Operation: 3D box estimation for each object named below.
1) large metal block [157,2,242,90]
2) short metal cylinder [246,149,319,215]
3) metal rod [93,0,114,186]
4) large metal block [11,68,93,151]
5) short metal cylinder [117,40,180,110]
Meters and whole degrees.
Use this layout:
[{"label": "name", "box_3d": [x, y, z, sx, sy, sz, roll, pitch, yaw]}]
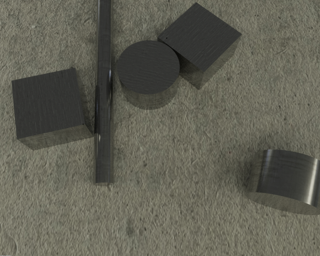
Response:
[{"label": "large metal block", "box_3d": [0.053, -0.115, 0.437, 0.080, 0.050, 0.080, 40, 74, 13]}, {"label": "short metal cylinder", "box_3d": [0.145, 0.063, 0.357, 0.080, 0.080, 0.050, 16, 71, 6]}, {"label": "metal rod", "box_3d": [-0.078, -0.071, 0.433, 0.025, 0.025, 0.299, -3, 70, -1]}, {"label": "large metal block", "box_3d": [-0.138, -0.024, 0.403, 0.081, 0.050, 0.080, -13, 71, -5]}, {"label": "short metal cylinder", "box_3d": [-0.015, -0.071, 0.421, 0.081, 0.050, 0.080, 0, 70, 0]}]
